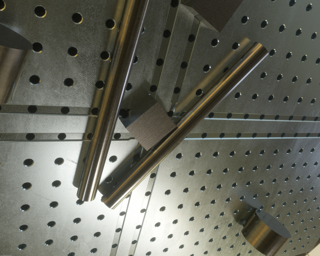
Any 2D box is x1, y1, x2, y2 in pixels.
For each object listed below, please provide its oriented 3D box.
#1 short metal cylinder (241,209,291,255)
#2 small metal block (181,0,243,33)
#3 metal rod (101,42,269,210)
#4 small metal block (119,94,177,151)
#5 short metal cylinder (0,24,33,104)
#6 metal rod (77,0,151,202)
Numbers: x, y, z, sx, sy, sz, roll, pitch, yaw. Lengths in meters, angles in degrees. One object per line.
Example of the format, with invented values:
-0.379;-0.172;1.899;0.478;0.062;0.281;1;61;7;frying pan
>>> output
0.212;0.210;0.621;0.080;0.080;0.050;22;107;-36;short metal cylinder
0.062;-0.147;0.354;0.050;0.025;0.050;27;104;-37;small metal block
0.032;-0.001;0.427;0.300;0.025;0.025;-45;129;3;metal rod
-0.015;-0.007;0.399;0.050;0.025;0.050;-40;130;-1;small metal block
-0.154;-0.061;0.254;0.081;0.080;0.050;18;109;-35;short metal cylinder
-0.053;-0.041;0.356;0.025;0.025;0.298;5;116;-31;metal rod
